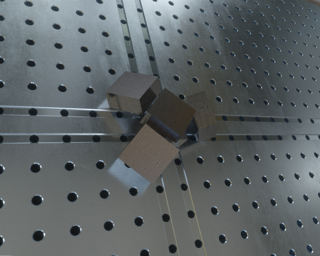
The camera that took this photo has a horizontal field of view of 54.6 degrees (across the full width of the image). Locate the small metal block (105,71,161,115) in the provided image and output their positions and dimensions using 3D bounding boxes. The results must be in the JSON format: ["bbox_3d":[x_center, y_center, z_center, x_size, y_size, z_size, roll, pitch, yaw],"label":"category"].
[{"bbox_3d":[-0.034,-0.047,0.402,0.050,0.025,0.050,14,47,24],"label":"small metal block"}]

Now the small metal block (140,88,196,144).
[{"bbox_3d":[0.011,-0.015,0.390,0.050,0.025,0.050,36,51,-5],"label":"small metal block"}]

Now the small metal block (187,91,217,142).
[{"bbox_3d":[0.058,-0.015,0.428,0.025,0.050,0.050,-17,67,0],"label":"small metal block"}]

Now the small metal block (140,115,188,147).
[{"bbox_3d":[0.004,-0.003,0.412,0.050,0.025,0.050,1,64,-27],"label":"small metal block"}]

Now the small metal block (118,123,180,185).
[{"bbox_3d":[-0.013,0.030,0.366,0.050,0.025,0.050,38,88,-2],"label":"small metal block"}]
